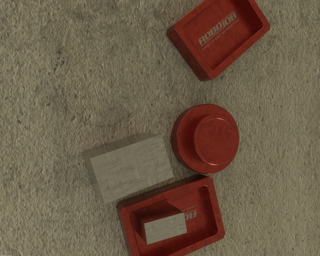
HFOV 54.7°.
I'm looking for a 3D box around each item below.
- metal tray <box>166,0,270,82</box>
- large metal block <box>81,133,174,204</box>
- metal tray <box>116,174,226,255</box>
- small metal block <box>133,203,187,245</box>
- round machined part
[{"bbox_3d":[0.085,-0.139,0.438,0.130,0.030,0.090,-42,104,-15],"label":"metal tray"},{"bbox_3d":[-0.041,0.042,0.365,0.081,0.080,0.050,-18,97,-19],"label":"large metal block"},{"bbox_3d":[0.016,0.124,0.413,0.131,0.030,0.089,-16,96,-20],"label":"metal tray"},{"bbox_3d":[-0.002,0.116,0.383,0.050,0.050,0.025,-10,94,-20],"label":"small metal block"},{"bbox_3d":[0.069,0.015,0.427,0.099,0.042,0.097,0,90,-21],"label":"round machined part"}]
